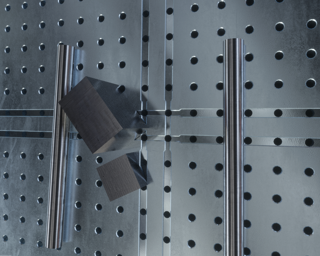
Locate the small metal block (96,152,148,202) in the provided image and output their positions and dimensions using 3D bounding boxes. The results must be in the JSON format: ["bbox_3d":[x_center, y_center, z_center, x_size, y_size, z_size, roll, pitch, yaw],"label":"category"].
[{"bbox_3d":[-0.053,0.067,0.430,0.050,0.025,0.050,-27,81,17],"label":"small metal block"}]

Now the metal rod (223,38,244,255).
[{"bbox_3d":[0.090,0.042,0.380,0.025,0.025,0.298,0,90,19],"label":"metal rod"}]

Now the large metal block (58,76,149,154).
[{"bbox_3d":[-0.071,-0.016,0.407,0.050,0.080,0.080,-40,78,15],"label":"large metal block"}]

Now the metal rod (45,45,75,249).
[{"bbox_3d":[-0.149,0.028,0.463,0.025,0.025,0.298,4,91,19],"label":"metal rod"}]
